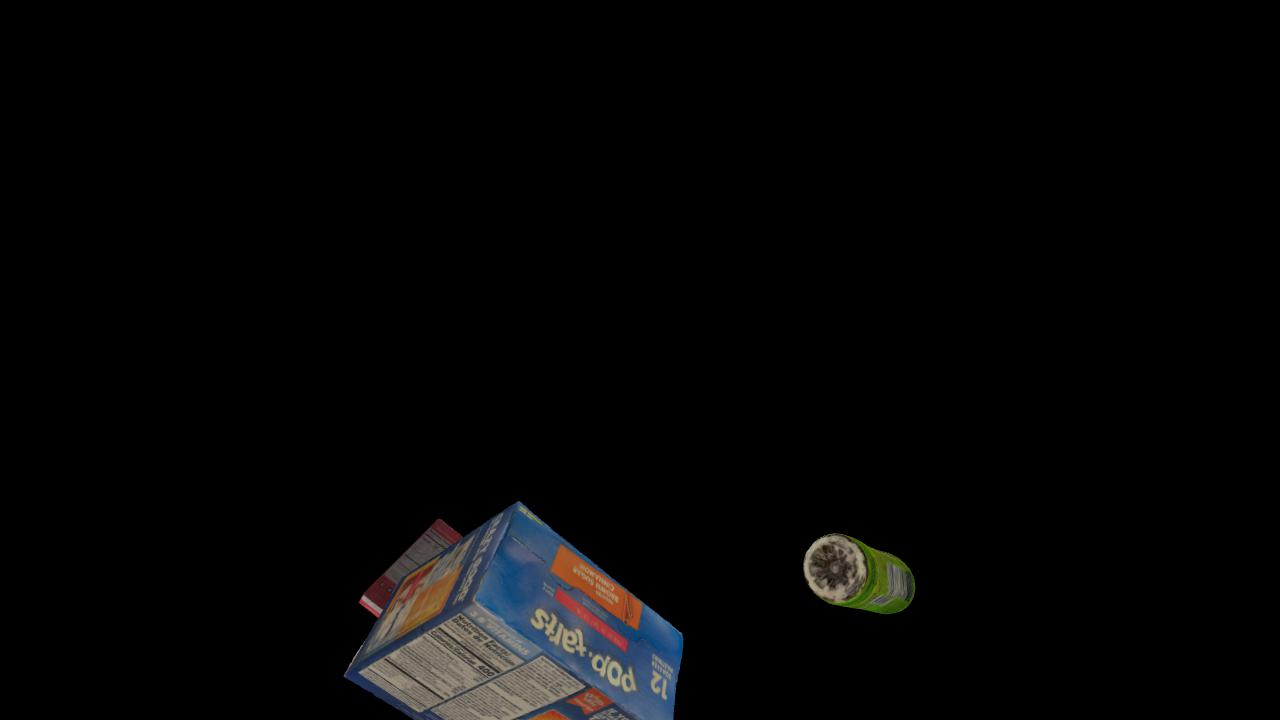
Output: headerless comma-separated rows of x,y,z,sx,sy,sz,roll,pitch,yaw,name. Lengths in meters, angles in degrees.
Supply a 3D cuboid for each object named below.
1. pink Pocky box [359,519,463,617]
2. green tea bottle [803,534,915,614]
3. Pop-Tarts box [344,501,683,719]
-0.289,0.291,0.829,0.084,0.029,0.155,37,31,1,pink Pocky box
0.256,0.243,0.680,0.073,0.073,0.212,0,-23,42,green tea bottle
-0.079,0.200,0.421,0.141,0.167,0.083,-36,21,27,Pop-Tarts box
